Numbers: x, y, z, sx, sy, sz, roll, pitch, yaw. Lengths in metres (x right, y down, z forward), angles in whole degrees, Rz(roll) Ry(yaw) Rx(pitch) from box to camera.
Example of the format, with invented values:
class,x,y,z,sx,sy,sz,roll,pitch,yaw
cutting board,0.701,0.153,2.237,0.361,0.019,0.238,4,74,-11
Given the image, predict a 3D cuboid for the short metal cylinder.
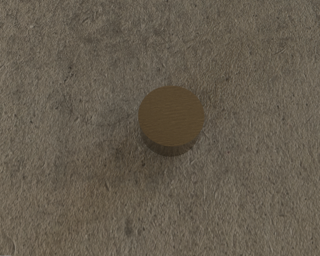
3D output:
class,x,y,z,sx,sy,sz,roll,pitch,yaw
short metal cylinder,0.014,-0.008,0.399,0.081,0.050,0.080,0,70,0
